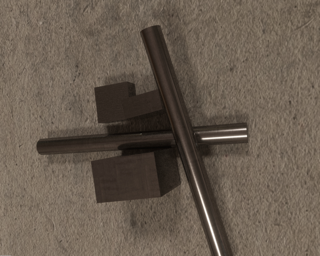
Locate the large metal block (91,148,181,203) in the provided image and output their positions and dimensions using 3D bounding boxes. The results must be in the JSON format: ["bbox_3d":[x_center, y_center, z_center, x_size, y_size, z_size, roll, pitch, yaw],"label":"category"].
[{"bbox_3d":[-0.027,0.057,0.388,0.080,0.080,0.050,-10,87,19],"label":"large metal block"}]

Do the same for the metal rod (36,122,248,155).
[{"bbox_3d":[-0.037,0.017,0.420,0.301,0.025,0.025,-5,89,19],"label":"metal rod"}]

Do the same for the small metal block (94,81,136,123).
[{"bbox_3d":[-0.060,-0.034,0.429,0.050,0.025,0.050,-7,88,19],"label":"small metal block"}]

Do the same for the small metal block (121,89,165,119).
[{"bbox_3d":[-0.014,-0.029,0.400,0.050,0.050,0.025,-14,86,19],"label":"small metal block"}]

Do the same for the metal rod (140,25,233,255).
[{"bbox_3d":[0.035,0.027,0.371,0.025,0.025,0.298,-17,94,19],"label":"metal rod"}]
